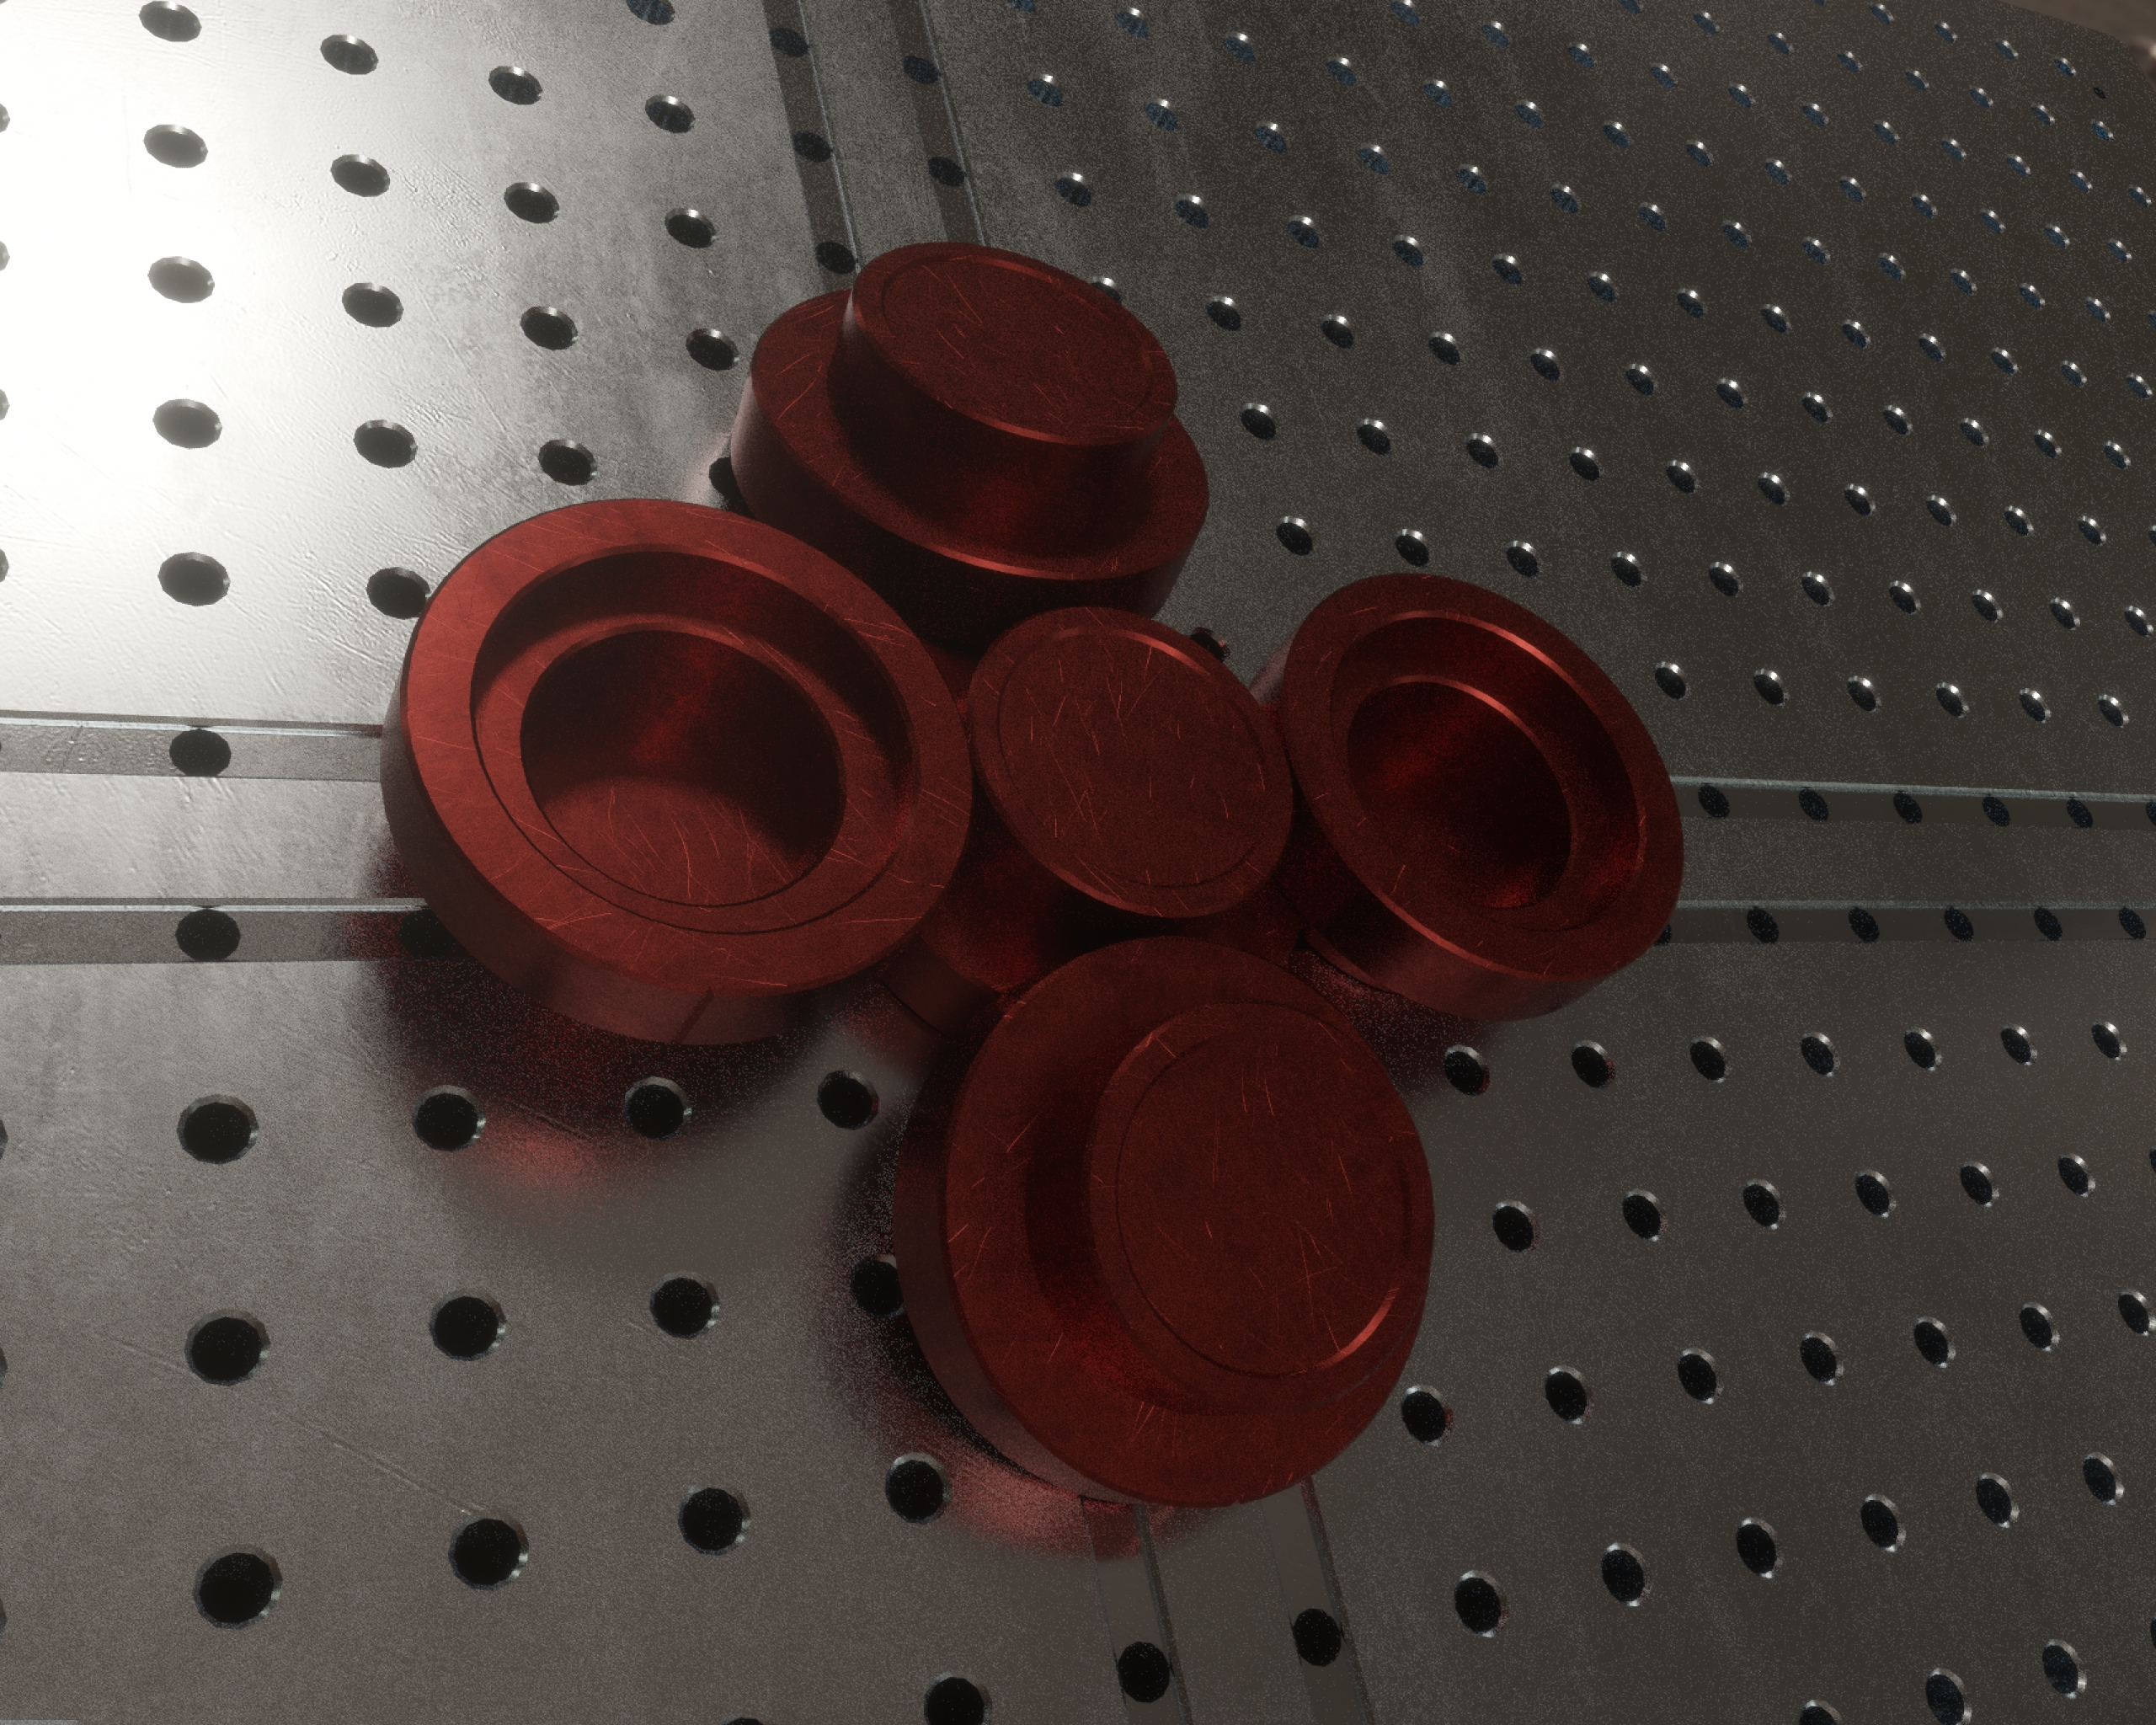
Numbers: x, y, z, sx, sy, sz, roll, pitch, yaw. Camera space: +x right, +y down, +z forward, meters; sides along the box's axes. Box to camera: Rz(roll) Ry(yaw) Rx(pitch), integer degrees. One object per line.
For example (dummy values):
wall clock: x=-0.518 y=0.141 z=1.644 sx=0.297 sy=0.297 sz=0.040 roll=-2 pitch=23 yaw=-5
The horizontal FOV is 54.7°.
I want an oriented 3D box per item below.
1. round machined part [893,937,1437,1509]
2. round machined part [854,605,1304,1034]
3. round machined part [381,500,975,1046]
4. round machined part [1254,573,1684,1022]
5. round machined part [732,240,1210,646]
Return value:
round machined part: x=0.022 y=0.060 z=0.359 sx=0.099 sy=0.042 sz=0.098 roll=8 pitch=73 yaw=-27
round machined part: x=0.003 y=-0.011 z=0.405 sx=0.099 sy=0.042 sz=0.098 roll=14 pitch=56 yaw=-21
round machined part: x=-0.072 y=-0.012 z=0.367 sx=0.099 sy=0.042 sz=0.098 roll=14 pitch=56 yaw=-21
round machined part: x=0.077 y=-0.010 z=0.446 sx=0.099 sy=0.042 sz=0.098 roll=14 pitch=56 yaw=-21
round machined part: x=-0.018 y=-0.091 z=0.430 sx=0.099 sy=0.042 sz=0.098 roll=14 pitch=43 yaw=-13
